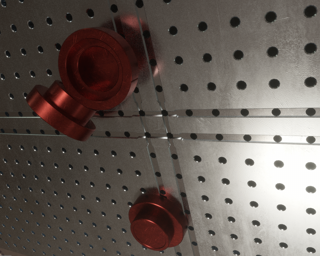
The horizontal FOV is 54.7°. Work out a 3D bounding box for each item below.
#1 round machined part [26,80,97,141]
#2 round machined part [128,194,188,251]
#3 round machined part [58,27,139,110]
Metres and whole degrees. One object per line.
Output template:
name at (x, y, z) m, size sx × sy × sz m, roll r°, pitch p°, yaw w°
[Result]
round machined part at (-0.127, -0.029, 0.424) m, size 0.098 × 0.098 × 0.042 m, roll 40°, pitch 94°, yaw 1°
round machined part at (-0.008, 0.159, 0.502) m, size 0.098 × 0.042 × 0.097 m, roll 13°, pitch 124°, yaw 20°
round machined part at (-0.071, -0.074, 0.383) m, size 0.098 × 0.042 × 0.097 m, roll 7°, pitch 113°, yaw 17°
